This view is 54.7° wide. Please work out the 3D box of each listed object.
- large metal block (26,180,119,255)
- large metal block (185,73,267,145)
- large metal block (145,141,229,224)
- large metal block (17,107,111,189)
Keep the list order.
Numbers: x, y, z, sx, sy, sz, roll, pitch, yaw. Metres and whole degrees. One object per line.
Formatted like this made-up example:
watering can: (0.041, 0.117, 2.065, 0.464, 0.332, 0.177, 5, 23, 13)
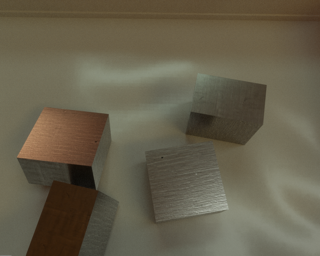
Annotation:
large metal block: (-0.089, 0.109, 0.337, 0.050, 0.080, 0.080, 10, 70, 12)
large metal block: (0.079, -0.021, 0.388, 0.080, 0.080, 0.050, 10, 71, 4)
large metal block: (0.029, 0.066, 0.372, 0.081, 0.050, 0.080, -9, 70, -3)
large metal block: (-0.108, 0.024, 0.372, 0.080, 0.050, 0.080, 6, 47, 2)
